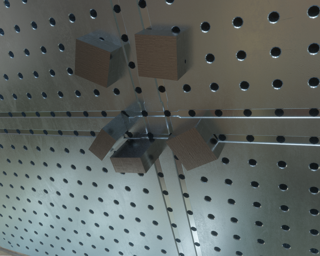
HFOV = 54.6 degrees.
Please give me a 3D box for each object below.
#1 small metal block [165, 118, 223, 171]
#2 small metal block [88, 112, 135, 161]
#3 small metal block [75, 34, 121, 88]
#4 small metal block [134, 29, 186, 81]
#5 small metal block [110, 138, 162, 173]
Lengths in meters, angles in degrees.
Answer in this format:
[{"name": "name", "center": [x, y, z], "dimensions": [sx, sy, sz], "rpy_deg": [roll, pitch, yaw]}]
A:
[{"name": "small metal block", "center": [0.044, 0.022, 0.402], "dimensions": [0.050, 0.025, 0.050], "rpy_deg": [-29, 103, 37]}, {"name": "small metal block", "center": [-0.068, 0.012, 0.439], "dimensions": [0.025, 0.050, 0.050], "rpy_deg": [41, 129, 1]}, {"name": "small metal block", "center": [-0.081, -0.087, 0.401], "dimensions": [0.050, 0.025, 0.050], "rpy_deg": [24, 127, 13]}, {"name": "small metal block", "center": [0.001, -0.085, 0.359], "dimensions": [0.050, 0.025, 0.050], "rpy_deg": [10, 123, 23]}, {"name": "small metal block", "center": [-0.033, 0.038, 0.437], "dimensions": [0.050, 0.050, 0.025], "rpy_deg": [-3, 117, 30]}]
